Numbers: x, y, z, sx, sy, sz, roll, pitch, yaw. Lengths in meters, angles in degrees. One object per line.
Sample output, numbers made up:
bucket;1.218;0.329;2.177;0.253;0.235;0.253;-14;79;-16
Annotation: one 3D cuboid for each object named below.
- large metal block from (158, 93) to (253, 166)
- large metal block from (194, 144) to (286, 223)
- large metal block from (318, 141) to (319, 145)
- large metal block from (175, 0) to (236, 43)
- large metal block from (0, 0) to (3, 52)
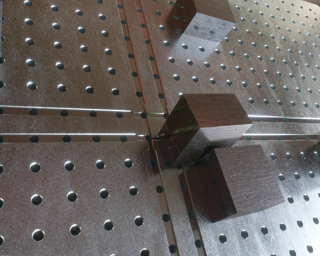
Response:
large metal block;0.055;0.001;0.397;0.081;0.080;0.050;-4;55;-30
large metal block;0.101;0.070;0.403;0.081;0.050;0.080;-3;63;-29
large metal block;0.344;0.028;0.540;0.050;0.080;0.080;-34;81;-38
large metal block;0.081;-0.209;0.563;0.081;0.050;0.080;5;60;-26
large metal block;-0.219;-0.112;0.324;0.081;0.080;0.050;-33;81;-38
